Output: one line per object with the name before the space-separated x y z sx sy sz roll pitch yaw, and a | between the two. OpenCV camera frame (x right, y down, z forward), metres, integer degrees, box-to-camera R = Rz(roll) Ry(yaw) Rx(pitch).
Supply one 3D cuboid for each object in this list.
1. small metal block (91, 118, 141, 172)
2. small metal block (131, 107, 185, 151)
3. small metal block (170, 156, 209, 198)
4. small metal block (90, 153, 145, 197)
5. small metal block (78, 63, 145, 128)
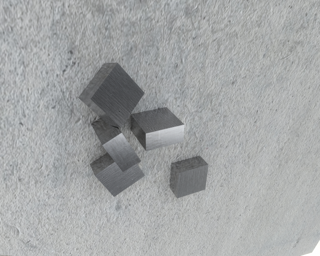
small metal block | -0.053 0.017 0.372 0.025 0.050 0.050 -34 129 -6
small metal block | -0.004 0.000 0.388 0.050 0.050 0.025 -13 124 -21
small metal block | 0.044 0.075 0.477 0.050 0.025 0.050 -12 124 -22
small metal block | -0.056 0.056 0.411 0.050 0.025 0.050 -34 129 -6
small metal block | -0.052 -0.036 0.343 0.050 0.025 0.050 47 65 -38
